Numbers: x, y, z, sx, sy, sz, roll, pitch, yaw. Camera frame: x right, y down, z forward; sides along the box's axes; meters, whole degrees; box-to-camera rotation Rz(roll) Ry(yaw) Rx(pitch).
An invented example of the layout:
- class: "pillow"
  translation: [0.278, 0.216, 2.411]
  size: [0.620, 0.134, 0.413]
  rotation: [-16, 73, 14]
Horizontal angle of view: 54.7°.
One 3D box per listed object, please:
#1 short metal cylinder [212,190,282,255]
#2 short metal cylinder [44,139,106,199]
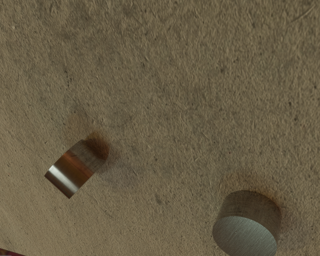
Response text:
- class: "short metal cylinder"
  translation: [0.116, 0.130, 0.410]
  size: [0.080, 0.050, 0.079]
  rotation: [13, 124, 21]
- class: "short metal cylinder"
  translation: [-0.129, 0.063, 0.479]
  size: [0.050, 0.080, 0.080]
  rotation: [44, 129, -2]
